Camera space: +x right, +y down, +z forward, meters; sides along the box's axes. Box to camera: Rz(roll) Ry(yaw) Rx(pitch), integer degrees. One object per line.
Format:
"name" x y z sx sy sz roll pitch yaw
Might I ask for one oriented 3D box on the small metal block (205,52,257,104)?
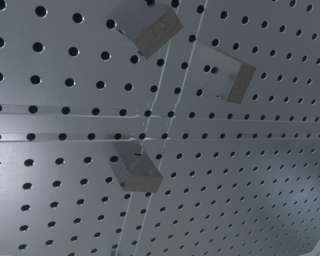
"small metal block" 0.090 -0.065 0.403 0.025 0.050 0.050 6 116 -31

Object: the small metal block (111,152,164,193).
"small metal block" -0.031 0.060 0.414 0.050 0.050 0.025 12 112 -33

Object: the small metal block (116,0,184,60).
"small metal block" -0.012 -0.104 0.324 0.050 0.050 0.025 -42 129 0
